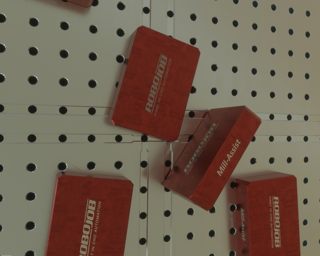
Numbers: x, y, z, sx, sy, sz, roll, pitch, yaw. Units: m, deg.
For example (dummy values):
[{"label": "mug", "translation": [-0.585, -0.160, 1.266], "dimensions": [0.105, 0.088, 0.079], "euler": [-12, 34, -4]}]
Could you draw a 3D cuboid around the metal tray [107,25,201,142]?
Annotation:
[{"label": "metal tray", "translation": [-0.007, -0.055, 0.407], "dimensions": [0.091, 0.030, 0.129], "euler": [17, 84, -19]}]

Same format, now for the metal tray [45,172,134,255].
[{"label": "metal tray", "translation": [-0.088, 0.123, 0.378], "dimensions": [0.091, 0.030, 0.129], "euler": [9, 87, -20]}]

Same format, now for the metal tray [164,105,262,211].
[{"label": "metal tray", "translation": [0.064, 0.034, 0.401], "dimensions": [0.030, 0.090, 0.130], "euler": [37, 78, -16]}]

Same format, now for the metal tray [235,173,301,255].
[{"label": "metal tray", "translation": [0.164, 0.138, 0.470], "dimensions": [0.091, 0.030, 0.129], "euler": [-4, 92, -20]}]

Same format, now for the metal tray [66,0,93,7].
[{"label": "metal tray", "translation": [-0.135, -0.207, 0.359], "dimensions": [0.131, 0.030, 0.090], "euler": [11, 86, -20]}]
